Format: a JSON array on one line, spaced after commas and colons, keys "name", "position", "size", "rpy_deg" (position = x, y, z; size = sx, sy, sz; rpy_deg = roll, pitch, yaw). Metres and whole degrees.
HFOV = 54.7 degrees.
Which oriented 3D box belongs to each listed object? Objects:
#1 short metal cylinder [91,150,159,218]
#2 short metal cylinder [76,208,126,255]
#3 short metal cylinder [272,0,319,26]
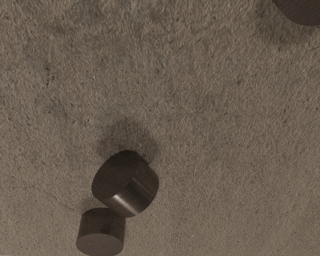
[{"name": "short metal cylinder", "position": [-0.049, 0.078, 0.437], "size": [0.080, 0.080, 0.050], "rpy_deg": [-27, 126, 20]}, {"name": "short metal cylinder", "position": [-0.103, 0.185, 0.547], "size": [0.081, 0.050, 0.079], "rpy_deg": [0, 130, 0]}, {"name": "short metal cylinder", "position": [0.137, -0.139, 0.275], "size": [0.081, 0.050, 0.079], "rpy_deg": [0, 130, 0]}]
